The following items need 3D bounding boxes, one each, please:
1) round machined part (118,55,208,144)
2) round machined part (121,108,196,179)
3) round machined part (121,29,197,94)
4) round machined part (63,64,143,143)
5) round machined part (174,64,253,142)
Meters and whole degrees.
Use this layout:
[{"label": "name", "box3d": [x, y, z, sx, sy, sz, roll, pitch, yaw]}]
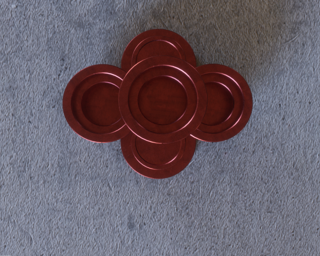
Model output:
[{"label": "round machined part", "box3d": [0.003, -0.031, 0.360, 0.099, 0.042, 0.097, 0, 90, -1]}, {"label": "round machined part", "box3d": [-0.002, 0.018, 0.402, 0.099, 0.042, 0.097, 0, 90, -1]}, {"label": "round machined part", "box3d": [-0.001, -0.081, 0.402, 0.099, 0.042, 0.097, 0, 90, -1]}, {"label": "round machined part", "box3d": [-0.071, -0.030, 0.402, 0.099, 0.042, 0.097, 0, 90, -1]}, {"label": "round machined part", "box3d": [0.066, -0.031, 0.403, 0.099, 0.042, 0.097, 0, 90, -1]}]
